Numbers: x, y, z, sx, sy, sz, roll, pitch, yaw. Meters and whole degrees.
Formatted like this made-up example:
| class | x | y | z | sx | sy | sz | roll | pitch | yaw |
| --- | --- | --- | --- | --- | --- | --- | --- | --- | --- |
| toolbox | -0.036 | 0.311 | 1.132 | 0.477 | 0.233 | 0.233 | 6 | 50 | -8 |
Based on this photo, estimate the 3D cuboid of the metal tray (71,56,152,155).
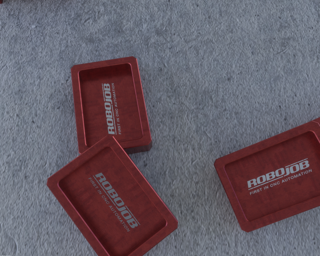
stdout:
| class | x | y | z | sx | sy | sz | roll | pitch | yaw |
| --- | --- | --- | --- | --- | --- | --- | --- | --- | --- |
| metal tray | -0.065 | -0.028 | 0.414 | 0.091 | 0.030 | 0.130 | -10 | 70 | -4 |

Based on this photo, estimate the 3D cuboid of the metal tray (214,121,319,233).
| class | x | y | z | sx | sy | sz | roll | pitch | yaw |
| --- | --- | --- | --- | --- | --- | --- | --- | --- | --- |
| metal tray | 0.141 | 0.058 | 0.368 | 0.130 | 0.030 | 0.090 | -23 | 71 | 6 |

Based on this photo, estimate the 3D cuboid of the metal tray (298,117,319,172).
| class | x | y | z | sx | sy | sz | roll | pitch | yaw |
| --- | --- | --- | --- | --- | --- | --- | --- | --- | --- |
| metal tray | 0.258 | 0.015 | 0.402 | 0.131 | 0.030 | 0.090 | -23 | 72 | -8 |

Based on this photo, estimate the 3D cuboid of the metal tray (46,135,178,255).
| class | x | y | z | sx | sy | sz | roll | pitch | yaw |
| --- | --- | --- | --- | --- | --- | --- | --- | --- | --- |
| metal tray | -0.053 | 0.085 | 0.355 | 0.090 | 0.030 | 0.130 | -37 | 86 | -7 |

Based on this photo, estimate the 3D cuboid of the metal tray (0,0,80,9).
| class | x | y | z | sx | sy | sz | roll | pitch | yaw |
| --- | --- | --- | --- | --- | --- | --- | --- | --- | --- |
| metal tray | -0.197 | -0.225 | 0.467 | 0.131 | 0.090 | 0.030 | -5 | 74 | -1 |
